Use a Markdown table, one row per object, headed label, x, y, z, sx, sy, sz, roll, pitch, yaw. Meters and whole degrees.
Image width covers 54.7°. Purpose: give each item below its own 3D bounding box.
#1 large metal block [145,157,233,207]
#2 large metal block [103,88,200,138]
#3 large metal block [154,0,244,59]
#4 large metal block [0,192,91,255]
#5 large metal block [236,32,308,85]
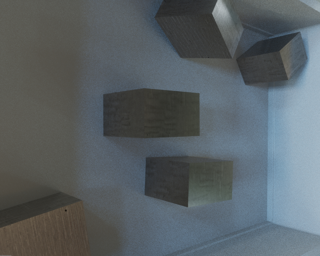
| label | x | y | z | sx | sy | sz | roll | pitch | yaw |
| --- | --- | --- | --- | --- | --- | --- | --- | --- | --- |
| large metal block | 0.037 | 0.066 | 0.404 | 0.081 | 0.080 | 0.050 | 3 | 88 | -40 |
| large metal block | -0.011 | -0.015 | 0.364 | 0.081 | 0.080 | 0.050 | -1 | 91 | -40 |
| large metal block | 0.053 | -0.136 | 0.405 | 0.080 | 0.080 | 0.050 | 45 | 62 | -49 |
| large metal block | -0.116 | 0.115 | 0.294 | 0.081 | 0.050 | 0.079 | -12 | 98 | -40 |
| large metal block | 0.194 | -0.119 | 0.536 | 0.080 | 0.080 | 0.050 | -40 | 115 | -33 |
